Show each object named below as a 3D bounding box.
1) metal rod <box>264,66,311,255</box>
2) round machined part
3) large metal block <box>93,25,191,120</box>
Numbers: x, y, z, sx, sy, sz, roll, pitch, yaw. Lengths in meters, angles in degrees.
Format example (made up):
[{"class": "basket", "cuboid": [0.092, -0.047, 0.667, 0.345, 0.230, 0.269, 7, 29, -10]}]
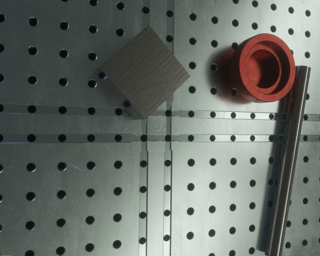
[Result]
[{"class": "metal rod", "cuboid": [0.201, 0.050, 0.486, 0.025, 0.025, 0.298, 12, 86, -20]}, {"class": "round machined part", "cuboid": [0.146, -0.085, 0.457, 0.099, 0.042, 0.097, 0, 90, -20]}, {"class": "large metal block", "cuboid": [-0.024, -0.067, 0.390, 0.080, 0.050, 0.080, -45, 104, -14]}]
